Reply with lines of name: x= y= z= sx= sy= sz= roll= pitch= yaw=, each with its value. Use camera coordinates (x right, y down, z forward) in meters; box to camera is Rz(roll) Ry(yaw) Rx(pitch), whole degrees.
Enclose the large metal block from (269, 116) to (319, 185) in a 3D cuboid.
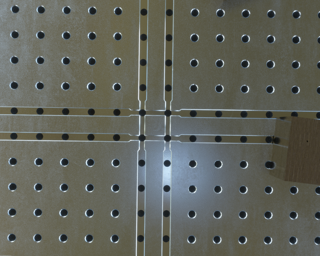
large metal block: x=0.196 y=0.030 z=0.404 sx=0.081 sy=0.050 sz=0.080 roll=7 pitch=90 yaw=-1
